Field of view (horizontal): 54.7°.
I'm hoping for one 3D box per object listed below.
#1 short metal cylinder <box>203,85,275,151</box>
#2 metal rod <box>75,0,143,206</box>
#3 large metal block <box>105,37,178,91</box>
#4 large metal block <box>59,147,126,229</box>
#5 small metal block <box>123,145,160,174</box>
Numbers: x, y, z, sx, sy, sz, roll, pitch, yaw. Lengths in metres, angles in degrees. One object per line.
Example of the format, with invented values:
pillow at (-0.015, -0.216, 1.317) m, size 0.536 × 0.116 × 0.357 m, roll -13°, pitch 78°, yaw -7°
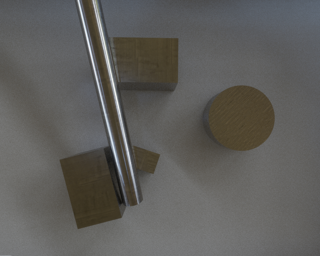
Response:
short metal cylinder at (0.099, -0.012, 0.400) m, size 0.081 × 0.050 × 0.079 m, roll 0°, pitch 90°, yaw -1°
metal rod at (-0.058, -0.054, 0.329) m, size 0.025 × 0.025 × 0.298 m, roll -11°, pitch 106°, yaw 0°
large metal block at (-0.020, -0.076, 0.384) m, size 0.081 × 0.080 × 0.050 m, roll 1°, pitch 90°, yaw -1°
large metal block at (-0.077, 0.067, 0.383) m, size 0.050 × 0.080 × 0.080 m, roll -15°, pitch 90°, yaw 0°
small metal block at (-0.029, 0.038, 0.397) m, size 0.050 × 0.050 × 0.025 m, roll 19°, pitch 84°, yaw -1°
